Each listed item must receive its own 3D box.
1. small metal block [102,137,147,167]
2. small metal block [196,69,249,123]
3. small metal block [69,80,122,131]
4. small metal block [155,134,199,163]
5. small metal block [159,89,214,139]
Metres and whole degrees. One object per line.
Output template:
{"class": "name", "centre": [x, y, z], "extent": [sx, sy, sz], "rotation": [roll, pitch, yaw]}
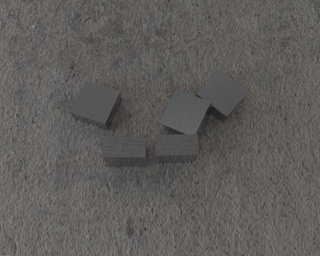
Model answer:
{"class": "small metal block", "centre": [-0.042, 0.030, 0.383], "extent": [0.050, 0.050, 0.025], "rotation": [0, 70, 0]}
{"class": "small metal block", "centre": [0.084, -0.043, 0.424], "extent": [0.050, 0.025, 0.050], "rotation": [39, 74, 13]}
{"class": "small metal block", "centre": [-0.085, -0.031, 0.419], "extent": [0.050, 0.025, 0.050], "rotation": [19, 71, 6]}
{"class": "small metal block", "centre": [0.020, 0.027, 0.384], "extent": [0.050, 0.050, 0.025], "rotation": [-2, 73, -1]}
{"class": "small metal block", "centre": [0.035, -0.016, 0.404], "extent": [0.050, 0.025, 0.050], "rotation": [24, 83, 21]}
